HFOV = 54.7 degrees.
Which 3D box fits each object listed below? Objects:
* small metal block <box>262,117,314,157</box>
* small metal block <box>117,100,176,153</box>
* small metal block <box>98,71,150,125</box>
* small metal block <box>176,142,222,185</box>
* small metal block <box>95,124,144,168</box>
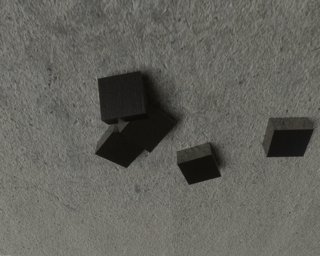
[{"bbox_3d":[0.172,0.013,0.420,0.050,0.025,0.050,-1,130,1],"label":"small metal block"},{"bbox_3d":[-0.017,-0.005,0.393,0.050,0.025,0.050,36,101,-27],"label":"small metal block"},{"bbox_3d":[-0.042,-0.034,0.358,0.050,0.050,0.025,-9,167,7],"label":"small metal block"},{"bbox_3d":[0.057,0.053,0.453,0.050,0.025,0.050,-18,128,14],"label":"small metal block"},{"bbox_3d":[-0.053,0.023,0.426,0.050,0.025,0.050,28,125,-22],"label":"small metal block"}]
